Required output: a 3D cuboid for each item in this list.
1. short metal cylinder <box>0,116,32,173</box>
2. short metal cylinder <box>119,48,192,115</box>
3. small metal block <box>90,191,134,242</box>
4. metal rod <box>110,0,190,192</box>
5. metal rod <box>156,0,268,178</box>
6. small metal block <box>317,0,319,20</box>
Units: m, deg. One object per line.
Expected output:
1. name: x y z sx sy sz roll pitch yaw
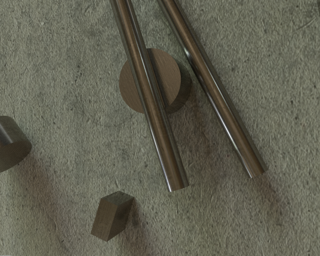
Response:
1. short metal cylinder: -0.244 0.027 0.466 0.080 0.080 0.050 -44 77 15
2. short metal cylinder: -0.005 -0.057 0.397 0.080 0.050 0.079 0 90 20
3. small metal block: -0.063 0.117 0.418 0.025 0.050 0.050 19 96 19
4. metal rod: -0.023 -0.074 0.363 0.025 0.025 0.299 -19 84 19
5. metal rod: 0.052 -0.079 0.390 0.025 0.025 0.299 -29 81 18
6. small metal block: 0.204 -0.127 0.337 0.050 0.025 0.050 -8 88 19
